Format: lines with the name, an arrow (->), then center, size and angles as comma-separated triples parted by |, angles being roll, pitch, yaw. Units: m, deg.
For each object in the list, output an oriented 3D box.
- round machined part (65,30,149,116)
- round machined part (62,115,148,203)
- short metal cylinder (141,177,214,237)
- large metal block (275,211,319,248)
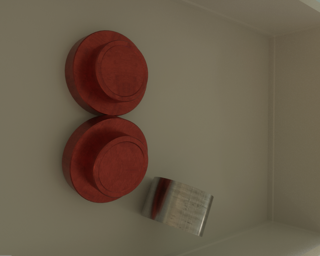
round machined part -> -0.052, -0.062, 0.353 | 0.099, 0.042, 0.097 | 0, 90, -40
round machined part -> -0.052, 0.037, 0.341 | 0.099, 0.042, 0.097 | -13, 110, -37
short metal cylinder -> 0.022, 0.099, 0.392 | 0.080, 0.080, 0.050 | 31, 71, -36
large metal block -> 0.295, 0.208, 0.625 | 0.080, 0.080, 0.050 | 26, 74, -37
